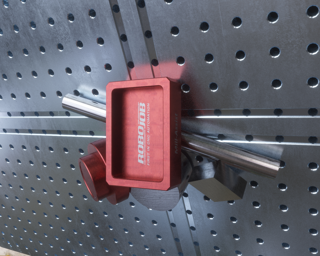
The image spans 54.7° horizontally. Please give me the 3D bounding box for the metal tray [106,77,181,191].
[{"bbox_3d":[-0.021,0.007,0.380,0.090,0.030,0.129,0,89,27],"label":"metal tray"}]

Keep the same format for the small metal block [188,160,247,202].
[{"bbox_3d":[0.073,0.069,0.397,0.050,0.025,0.050,38,147,-18],"label":"small metal block"}]

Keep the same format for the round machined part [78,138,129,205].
[{"bbox_3d":[-0.086,0.068,0.452,0.098,0.042,0.097,43,145,42],"label":"round machined part"}]

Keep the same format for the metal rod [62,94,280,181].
[{"bbox_3d":[0.001,0.006,0.409,0.301,0.025,0.025,18,126,17],"label":"metal rod"}]

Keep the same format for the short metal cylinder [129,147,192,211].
[{"bbox_3d":[-0.001,0.068,0.433,0.080,0.050,0.079,13,124,21],"label":"short metal cylinder"}]
